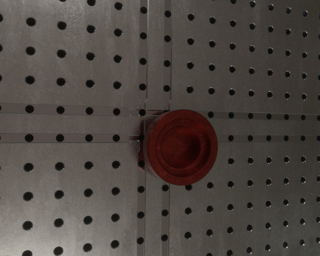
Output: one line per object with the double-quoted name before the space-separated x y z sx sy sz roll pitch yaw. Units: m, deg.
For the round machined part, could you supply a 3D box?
"round machined part" 0.024 0.025 0.414 0.099 0.042 0.097 0 90 -21
